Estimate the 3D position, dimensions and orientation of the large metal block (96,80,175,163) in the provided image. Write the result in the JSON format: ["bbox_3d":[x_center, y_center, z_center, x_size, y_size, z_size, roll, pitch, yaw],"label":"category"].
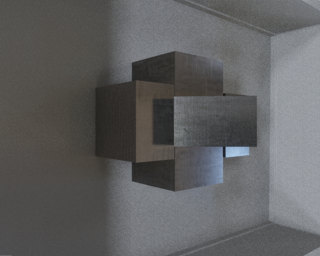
[{"bbox_3d":[-0.030,-0.007,0.345,0.050,0.080,0.080,0,90,-40],"label":"large metal block"}]

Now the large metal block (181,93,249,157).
[{"bbox_3d":[0.074,-0.004,0.429,0.050,0.080,0.080,0,90,-41],"label":"large metal block"}]

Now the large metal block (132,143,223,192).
[{"bbox_3d":[0.021,0.043,0.387,0.081,0.080,0.050,0,91,-40],"label":"large metal block"}]

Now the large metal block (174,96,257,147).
[{"bbox_3d":[0.058,-0.007,0.344,0.080,0.080,0.050,-4,94,-85],"label":"large metal block"}]

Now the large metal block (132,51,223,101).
[{"bbox_3d":[0.021,-0.058,0.387,0.081,0.080,0.050,0,91,-40],"label":"large metal block"}]
